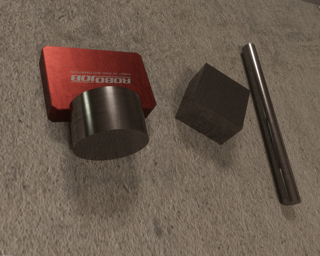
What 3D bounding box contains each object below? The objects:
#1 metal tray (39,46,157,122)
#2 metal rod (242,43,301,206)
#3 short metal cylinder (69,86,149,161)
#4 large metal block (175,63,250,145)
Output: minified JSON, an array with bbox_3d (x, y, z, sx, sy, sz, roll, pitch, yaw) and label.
[{"bbox_3d":[-0.078,-0.056,0.394,0.131,0.030,0.090,-3,63,-30],"label":"metal tray"},{"bbox_3d":[0.179,-0.022,0.516,0.025,0.025,0.299,10,57,-23],"label":"metal rod"},{"bbox_3d":[-0.056,-0.003,0.341,0.081,0.080,0.050,1,62,-28],"label":"short metal cylinder"},{"bbox_3d":[0.079,-0.035,0.454,0.080,0.050,0.080,30,52,-9],"label":"large metal block"}]
